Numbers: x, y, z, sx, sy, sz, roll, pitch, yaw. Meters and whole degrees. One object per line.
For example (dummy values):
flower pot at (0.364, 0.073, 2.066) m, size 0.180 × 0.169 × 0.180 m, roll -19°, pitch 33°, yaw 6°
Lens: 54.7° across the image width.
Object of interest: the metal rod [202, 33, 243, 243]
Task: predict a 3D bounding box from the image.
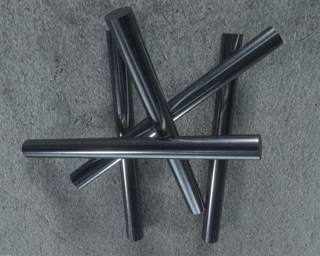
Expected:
metal rod at (0.081, 0.027, 0.420) m, size 0.025 × 0.025 × 0.298 m, roll 2°, pitch 110°, yaw -1°

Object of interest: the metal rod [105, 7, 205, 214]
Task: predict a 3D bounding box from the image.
metal rod at (0.009, 0.008, 0.361) m, size 0.025 × 0.025 × 0.299 m, roll -18°, pitch 129°, yaw 6°

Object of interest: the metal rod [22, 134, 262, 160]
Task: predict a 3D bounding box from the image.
metal rod at (-0.041, 0.023, 0.358) m, size 0.301 × 0.025 × 0.025 m, roll -2°, pitch 112°, yaw 25°

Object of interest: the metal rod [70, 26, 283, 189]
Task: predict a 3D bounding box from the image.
metal rod at (0.010, -0.017, 0.375) m, size 0.300 × 0.025 × 0.025 m, roll -36°, pitch 106°, yaw 12°

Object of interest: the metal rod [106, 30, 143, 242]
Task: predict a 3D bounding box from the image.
metal rod at (-0.044, 0.024, 0.417) m, size 0.025 × 0.025 × 0.298 m, roll -3°, pitch 110°, yaw 1°
